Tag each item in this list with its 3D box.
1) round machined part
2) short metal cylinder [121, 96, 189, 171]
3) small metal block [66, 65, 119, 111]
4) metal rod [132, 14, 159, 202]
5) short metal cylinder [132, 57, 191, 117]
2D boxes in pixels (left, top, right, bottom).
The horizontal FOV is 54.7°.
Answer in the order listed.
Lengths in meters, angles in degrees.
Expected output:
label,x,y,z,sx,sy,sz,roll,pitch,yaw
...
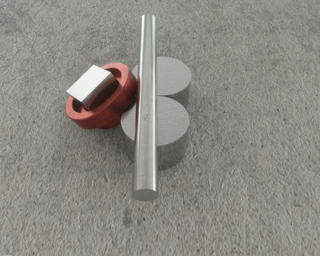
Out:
label,x,y,z,sx,sy,sz,roll,pitch,yaw
round machined part,-0.071,-0.036,0.407,0.098,0.042,0.098,-20,44,21
short metal cylinder,-0.006,0.006,0.383,0.081,0.050,0.080,0,49,0
small metal block,-0.084,-0.049,0.393,0.050,0.025,0.050,-48,41,-11
metal rod,-0.016,-0.052,0.384,0.025,0.025,0.300,-1,50,-1
short metal cylinder,0.002,-0.056,0.435,0.081,0.050,0.080,0,50,0
